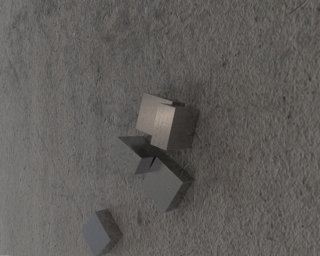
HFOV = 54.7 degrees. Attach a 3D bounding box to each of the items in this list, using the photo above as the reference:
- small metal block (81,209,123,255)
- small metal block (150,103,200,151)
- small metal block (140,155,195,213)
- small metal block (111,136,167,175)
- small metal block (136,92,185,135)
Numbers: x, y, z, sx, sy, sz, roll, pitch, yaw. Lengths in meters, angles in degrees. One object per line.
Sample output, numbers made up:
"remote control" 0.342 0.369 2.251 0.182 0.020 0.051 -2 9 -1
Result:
"small metal block" -0.091 0.163 0.480 0.050 0.025 0.050 52 120 27
"small metal block" 0.019 -0.002 0.373 0.025 0.050 0.050 19 102 38
"small metal block" 0.009 0.071 0.398 0.050 0.025 0.050 42 115 32
"small metal block" -0.028 0.035 0.412 0.050 0.050 0.025 37 113 34
"small metal block" -0.001 -0.016 0.406 0.050 0.025 0.050 22 104 38
